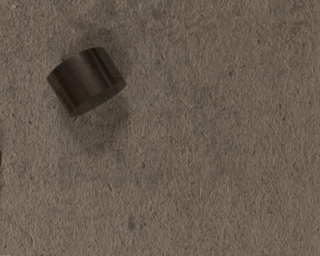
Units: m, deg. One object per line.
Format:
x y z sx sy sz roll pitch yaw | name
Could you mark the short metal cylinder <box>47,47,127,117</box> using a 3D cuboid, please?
-0.089 -0.055 0.381 0.080 0.080 0.050 -32 90 0 | short metal cylinder
